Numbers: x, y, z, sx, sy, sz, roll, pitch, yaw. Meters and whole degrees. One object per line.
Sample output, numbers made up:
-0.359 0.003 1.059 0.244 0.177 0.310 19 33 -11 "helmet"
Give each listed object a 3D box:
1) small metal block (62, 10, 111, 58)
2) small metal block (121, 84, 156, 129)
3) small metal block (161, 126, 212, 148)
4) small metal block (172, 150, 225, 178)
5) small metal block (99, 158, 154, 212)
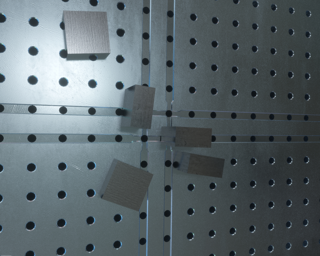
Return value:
-0.090 -0.114 0.379 0.050 0.025 0.050 -6 92 -20 "small metal block"
-0.028 -0.025 0.389 0.025 0.050 0.050 8 88 -20 "small metal block"
0.034 0.012 0.412 0.050 0.050 0.025 3 89 -20 "small metal block"
0.051 0.048 0.418 0.050 0.050 0.025 11 87 -20 "small metal block"
-0.043 0.072 0.397 0.050 0.025 0.050 25 82 -18 "small metal block"
